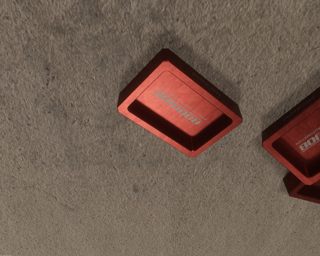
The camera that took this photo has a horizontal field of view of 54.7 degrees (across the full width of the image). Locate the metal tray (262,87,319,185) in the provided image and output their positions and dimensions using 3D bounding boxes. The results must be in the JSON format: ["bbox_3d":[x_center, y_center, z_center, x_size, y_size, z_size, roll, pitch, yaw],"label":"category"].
[{"bbox_3d":[0.208,0.005,0.391,0.090,0.030,0.129,41,121,-6],"label":"metal tray"}]

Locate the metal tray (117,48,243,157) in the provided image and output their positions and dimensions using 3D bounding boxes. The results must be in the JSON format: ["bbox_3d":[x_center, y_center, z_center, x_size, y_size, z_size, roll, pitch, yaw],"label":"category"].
[{"bbox_3d":[0.025,-0.025,0.383,0.130,0.030,0.090,33,122,-26],"label":"metal tray"}]

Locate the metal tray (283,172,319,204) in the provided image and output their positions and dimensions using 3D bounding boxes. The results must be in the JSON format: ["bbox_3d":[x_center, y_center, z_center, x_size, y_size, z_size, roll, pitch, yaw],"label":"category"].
[{"bbox_3d":[0.272,0.081,0.476,0.131,0.030,0.089,16,128,-14],"label":"metal tray"}]
